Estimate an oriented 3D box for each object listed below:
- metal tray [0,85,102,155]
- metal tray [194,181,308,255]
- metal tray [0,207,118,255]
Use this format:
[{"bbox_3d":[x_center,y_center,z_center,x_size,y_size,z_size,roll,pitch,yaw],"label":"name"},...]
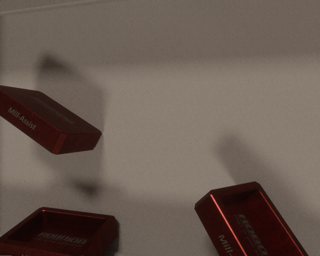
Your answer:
[{"bbox_3d":[-0.157,-0.013,0.429,0.130,0.090,0.030,31,100,17],"label":"metal tray"},{"bbox_3d":[0.103,0.122,0.317,0.030,0.091,0.130,-52,53,35],"label":"metal tray"},{"bbox_3d":[-0.136,0.149,0.419,0.130,0.090,0.030,1,106,19],"label":"metal tray"}]
